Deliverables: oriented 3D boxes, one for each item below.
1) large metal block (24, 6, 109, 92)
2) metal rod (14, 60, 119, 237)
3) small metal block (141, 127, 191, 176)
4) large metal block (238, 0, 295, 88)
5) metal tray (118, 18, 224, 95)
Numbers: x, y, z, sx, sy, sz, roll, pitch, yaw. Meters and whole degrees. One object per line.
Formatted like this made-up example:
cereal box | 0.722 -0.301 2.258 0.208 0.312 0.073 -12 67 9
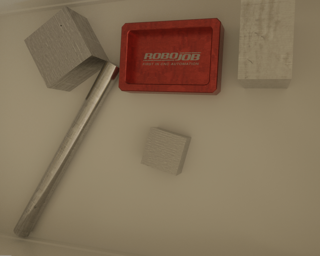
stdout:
large metal block | -0.132 -0.109 0.442 0.080 0.050 0.080 -31 80 17
metal rod | -0.140 0.037 0.458 0.025 0.025 0.299 34 101 16
small metal block | 0.008 0.029 0.407 0.050 0.025 0.050 17 96 18
large metal block | 0.117 -0.088 0.340 0.050 0.080 0.079 3 91 20
metal tray | 0.013 -0.090 0.402 0.130 0.030 0.089 4 91 19
